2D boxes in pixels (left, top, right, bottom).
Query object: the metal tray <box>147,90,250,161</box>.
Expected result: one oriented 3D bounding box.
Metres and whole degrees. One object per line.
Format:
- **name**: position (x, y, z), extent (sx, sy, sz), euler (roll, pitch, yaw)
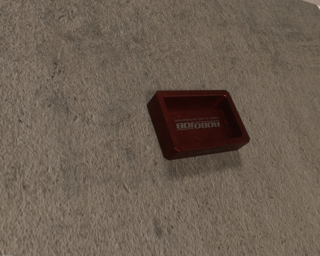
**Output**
- **metal tray**: position (0.056, -0.008, 0.437), extent (0.131, 0.030, 0.090), euler (-5, 64, -31)
